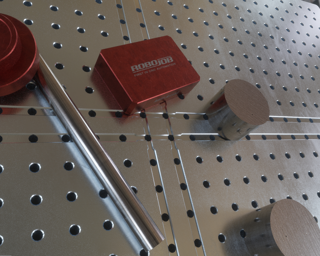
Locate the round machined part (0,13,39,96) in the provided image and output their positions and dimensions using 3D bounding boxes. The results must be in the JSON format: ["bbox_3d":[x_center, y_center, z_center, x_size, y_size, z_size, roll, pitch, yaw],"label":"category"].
[{"bbox_3d":[-0.185,-0.085,0.333,0.099,0.042,0.098,4,69,-10],"label":"round machined part"}]

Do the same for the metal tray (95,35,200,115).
[{"bbox_3d":[-0.015,-0.081,0.446,0.131,0.030,0.090,-25,75,-37],"label":"metal tray"}]

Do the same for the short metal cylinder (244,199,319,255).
[{"bbox_3d":[0.155,0.136,0.392,0.081,0.050,0.080,14,56,-21],"label":"short metal cylinder"}]

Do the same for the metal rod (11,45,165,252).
[{"bbox_3d":[-0.091,0.005,0.355,0.025,0.025,0.299,-28,77,-37],"label":"metal rod"}]

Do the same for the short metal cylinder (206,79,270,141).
[{"bbox_3d":[0.118,-0.027,0.472,0.081,0.050,0.080,14,56,-21],"label":"short metal cylinder"}]
